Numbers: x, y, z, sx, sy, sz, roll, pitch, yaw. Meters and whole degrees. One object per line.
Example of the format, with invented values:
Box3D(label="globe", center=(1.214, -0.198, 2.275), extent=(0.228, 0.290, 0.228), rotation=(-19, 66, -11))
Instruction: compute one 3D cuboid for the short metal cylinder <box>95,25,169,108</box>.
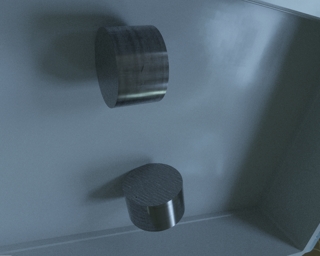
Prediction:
Box3D(label="short metal cylinder", center=(-0.031, -0.063, 0.317), extent=(0.050, 0.080, 0.079), rotation=(-10, 123, -23))

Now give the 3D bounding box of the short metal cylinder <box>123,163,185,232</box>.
Box3D(label="short metal cylinder", center=(-0.007, 0.094, 0.427), extent=(0.081, 0.080, 0.050), rotation=(-19, 126, -17))
